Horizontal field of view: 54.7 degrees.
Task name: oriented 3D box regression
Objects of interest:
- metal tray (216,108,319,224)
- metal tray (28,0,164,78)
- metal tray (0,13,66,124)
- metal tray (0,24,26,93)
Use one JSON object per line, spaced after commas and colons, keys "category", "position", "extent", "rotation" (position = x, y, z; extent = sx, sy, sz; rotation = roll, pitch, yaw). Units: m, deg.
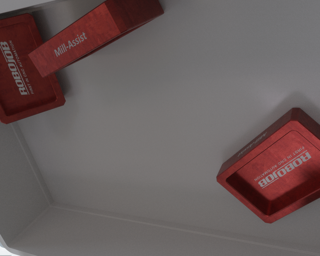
{"category": "metal tray", "position": [0.141, 0.049, 0.361], "extent": [0.090, 0.030, 0.129], "rotation": [41, 129, 0]}
{"category": "metal tray", "position": [-0.070, -0.103, 0.339], "extent": [0.130, 0.090, 0.030], "rotation": [-17, 109, 35]}
{"category": "metal tray", "position": [-0.195, -0.080, 0.422], "extent": [0.030, 0.091, 0.129], "rotation": [-139, 31, -60]}
{"category": "metal tray", "position": [-0.263, -0.085, 0.429], "extent": [0.030, 0.131, 0.089], "rotation": [31, 136, 49]}
